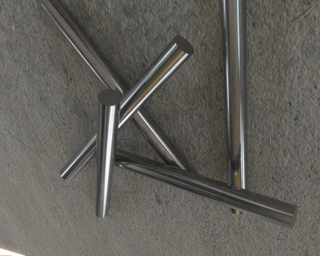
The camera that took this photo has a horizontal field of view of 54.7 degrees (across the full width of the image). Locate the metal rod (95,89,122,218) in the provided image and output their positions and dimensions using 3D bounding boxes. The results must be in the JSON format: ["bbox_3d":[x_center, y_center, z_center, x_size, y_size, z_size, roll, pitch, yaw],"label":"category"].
[{"bbox_3d":[-0.079,0.059,0.441,0.025,0.025,0.298,28,142,10],"label":"metal rod"}]

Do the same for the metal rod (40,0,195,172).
[{"bbox_3d":[-0.046,-0.040,0.406,0.025,0.025,0.300,-31,102,38],"label":"metal rod"}]

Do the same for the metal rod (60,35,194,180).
[{"bbox_3d":[-0.062,-0.005,0.402,0.025,0.025,0.299,45,129,-3],"label":"metal rod"}]

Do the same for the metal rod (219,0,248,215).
[{"bbox_3d":[0.085,-0.023,0.347,0.025,0.025,0.298,5,121,25],"label":"metal rod"}]

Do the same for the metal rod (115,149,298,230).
[{"bbox_3d":[0.017,0.062,0.400,0.300,0.025,0.025,14,125,34],"label":"metal rod"}]
